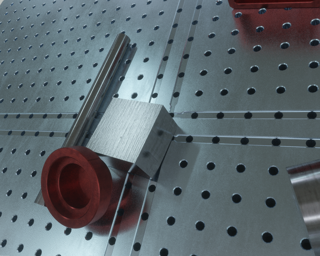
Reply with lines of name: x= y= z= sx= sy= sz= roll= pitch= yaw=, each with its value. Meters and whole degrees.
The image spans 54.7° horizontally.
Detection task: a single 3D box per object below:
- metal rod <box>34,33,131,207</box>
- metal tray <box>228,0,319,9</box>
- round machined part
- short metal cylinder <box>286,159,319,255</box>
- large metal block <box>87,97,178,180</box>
metal rod: x=-0.112 y=-0.024 z=0.479 sx=0.025 sy=0.025 sz=0.300 roll=7 pitch=65 yaw=31
metal tray: x=0.149 y=-0.205 z=0.413 sx=0.130 sy=0.090 sz=0.030 roll=13 pitch=69 yaw=33
round machined part: x=-0.098 y=0.070 z=0.386 sx=0.098 sy=0.042 sz=0.097 roll=2 pitch=94 yaw=30
short metal cylinder: x=0.143 y=0.065 z=0.258 sx=0.050 sy=0.080 sz=0.080 roll=-18 pitch=55 yaw=18
large metal block: x=-0.035 y=0.012 z=0.401 sx=0.080 sy=0.050 sz=0.080 roll=11 pitch=65 yaw=32
